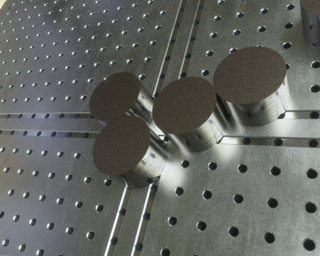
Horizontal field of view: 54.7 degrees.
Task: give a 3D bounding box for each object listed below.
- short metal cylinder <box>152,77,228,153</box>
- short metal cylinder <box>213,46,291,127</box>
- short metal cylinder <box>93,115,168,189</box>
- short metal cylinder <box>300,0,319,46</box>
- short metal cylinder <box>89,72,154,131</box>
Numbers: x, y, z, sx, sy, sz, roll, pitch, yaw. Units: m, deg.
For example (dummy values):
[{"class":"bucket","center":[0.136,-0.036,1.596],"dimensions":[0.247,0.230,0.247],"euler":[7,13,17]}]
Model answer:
[{"class":"short metal cylinder","center":[0.038,-0.016,0.382],"dimensions":[0.080,0.050,0.080],"euler":[-13,56,21]},{"class":"short metal cylinder","center":[0.109,-0.049,0.365],"dimensions":[0.080,0.050,0.080],"euler":[-13,56,21]},{"class":"short metal cylinder","center":[-0.037,0.031,0.393],"dimensions":[0.080,0.050,0.080],"euler":[-13,56,21]},{"class":"short metal cylinder","center":[0.212,-0.143,0.369],"dimensions":[0.080,0.050,0.080],"euler":[-13,56,21]},{"class":"short metal cylinder","center":[-0.052,-0.032,0.439],"dimensions":[0.080,0.050,0.080],"euler":[-13,56,21]}]
